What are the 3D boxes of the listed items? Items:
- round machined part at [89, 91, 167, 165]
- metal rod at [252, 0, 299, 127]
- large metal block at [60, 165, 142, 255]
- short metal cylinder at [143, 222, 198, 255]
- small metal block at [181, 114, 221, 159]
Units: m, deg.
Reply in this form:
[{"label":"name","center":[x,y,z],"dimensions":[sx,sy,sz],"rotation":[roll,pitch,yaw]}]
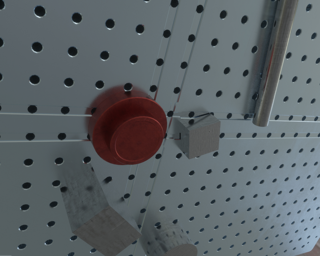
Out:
[{"label":"round machined part","center":[-0.035,0.007,0.385],"dimensions":[0.099,0.042,0.097],"rotation":[-14,124,-21]},{"label":"metal rod","center":[0.165,-0.136,0.416],"dimensions":[0.025,0.025,0.298],"rotation":[-12,124,-22]},{"label":"large metal block","center":[-0.077,0.108,0.400],"dimensions":[0.050,0.080,0.080],"rotation":[-37,129,-4]},{"label":"short metal cylinder","center":[0.017,0.210,0.535],"dimensions":[0.081,0.050,0.079],"rotation":[-14,124,-21]},{"label":"small metal block","center":[0.058,0.012,0.451],"dimensions":[0.050,0.025,0.050],"rotation":[-16,125,-20]}]
